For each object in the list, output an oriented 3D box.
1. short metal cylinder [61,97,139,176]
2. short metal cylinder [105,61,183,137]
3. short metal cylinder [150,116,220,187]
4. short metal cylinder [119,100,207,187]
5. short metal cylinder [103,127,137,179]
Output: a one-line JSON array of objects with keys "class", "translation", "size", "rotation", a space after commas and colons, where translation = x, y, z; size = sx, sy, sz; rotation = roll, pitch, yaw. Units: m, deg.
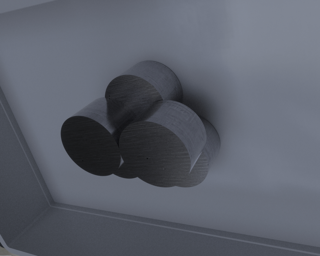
[{"class": "short metal cylinder", "translation": [-0.069, 0.010, 0.368], "size": [0.080, 0.050, 0.079], "rotation": [13, 124, 21]}, {"class": "short metal cylinder", "translation": [-0.019, -0.036, 0.379], "size": [0.080, 0.050, 0.079], "rotation": [13, 124, 21]}, {"class": "short metal cylinder", "translation": [0.030, 0.028, 0.392], "size": [0.080, 0.050, 0.079], "rotation": [13, 124, 21]}, {"class": "short metal cylinder", "translation": [0.004, 0.016, 0.333], "size": [0.080, 0.050, 0.079], "rotation": [13, 124, 21]}, {"class": "short metal cylinder", "translation": [-0.044, 0.023, 0.427], "size": [0.080, 0.050, 0.079], "rotation": [13, 124, 21]}]
